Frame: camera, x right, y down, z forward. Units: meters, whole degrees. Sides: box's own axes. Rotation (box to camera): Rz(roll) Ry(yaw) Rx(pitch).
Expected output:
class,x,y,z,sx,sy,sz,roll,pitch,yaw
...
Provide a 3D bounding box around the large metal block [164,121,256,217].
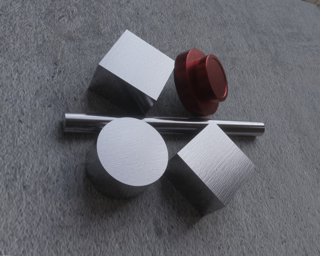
class,x,y,z,sx,sy,sz,roll,pitch,yaw
large metal block,0.061,0.051,0.393,0.080,0.050,0.080,48,51,5

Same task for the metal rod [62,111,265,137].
class,x,y,z,sx,sy,sz,roll,pitch,yaw
metal rod,0.024,-0.003,0.423,0.303,0.025,0.025,2,61,-28

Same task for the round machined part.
class,x,y,z,sx,sy,sz,roll,pitch,yaw
round machined part,0.064,-0.066,0.441,0.098,0.042,0.098,25,59,-50

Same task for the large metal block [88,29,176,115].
class,x,y,z,sx,sy,sz,roll,pitch,yaw
large metal block,-0.035,-0.071,0.412,0.080,0.050,0.080,32,51,-8

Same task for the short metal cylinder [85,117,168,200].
class,x,y,z,sx,sy,sz,roll,pitch,yaw
short metal cylinder,-0.038,0.035,0.348,0.081,0.050,0.080,14,56,-21
